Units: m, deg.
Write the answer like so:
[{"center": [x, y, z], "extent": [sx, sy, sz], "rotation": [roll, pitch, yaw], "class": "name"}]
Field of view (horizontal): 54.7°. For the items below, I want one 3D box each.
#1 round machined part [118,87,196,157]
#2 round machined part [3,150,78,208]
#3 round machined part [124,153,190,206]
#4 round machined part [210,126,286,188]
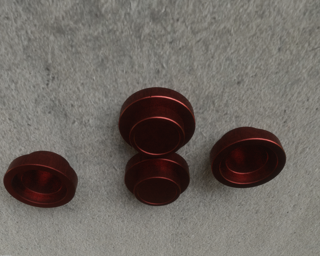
[{"center": [-0.004, 0.000, 0.396], "extent": [0.099, 0.042, 0.097], "rotation": [-1, 130, 0], "class": "round machined part"}, {"center": [-0.170, 0.071, 0.454], "extent": [0.099, 0.042, 0.097], "rotation": [-1, 130, 0], "class": "round machined part"}, {"center": [-0.004, 0.080, 0.465], "extent": [0.099, 0.042, 0.097], "rotation": [-1, 130, 0], "class": "round machined part"}, {"center": [0.118, 0.037, 0.429], "extent": [0.099, 0.042, 0.097], "rotation": [-1, 130, 0], "class": "round machined part"}]
